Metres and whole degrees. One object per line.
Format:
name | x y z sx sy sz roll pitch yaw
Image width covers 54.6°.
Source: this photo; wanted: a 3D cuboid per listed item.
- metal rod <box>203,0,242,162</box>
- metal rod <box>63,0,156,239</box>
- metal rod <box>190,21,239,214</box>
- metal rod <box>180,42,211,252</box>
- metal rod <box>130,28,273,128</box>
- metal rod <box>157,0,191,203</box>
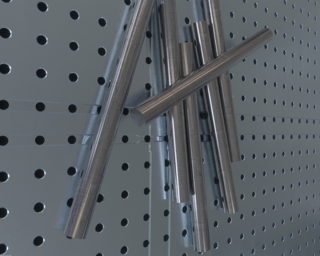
metal rod | 0.096 -0.093 0.487 0.025 0.025 0.298 -17 101 -39
metal rod | -0.054 -0.026 0.362 0.025 0.025 0.299 24 75 -37
metal rod | 0.087 -0.010 0.480 0.025 0.025 0.298 -19 102 -38
metal rod | 0.048 0.030 0.447 0.025 0.025 0.298 -10 96 -40
metal rod | 0.077 -0.084 0.437 0.302 0.025 0.025 -35 112 -34
metal rod | 0.018 -0.048 0.423 0.025 0.025 0.298 -8 95 -40
